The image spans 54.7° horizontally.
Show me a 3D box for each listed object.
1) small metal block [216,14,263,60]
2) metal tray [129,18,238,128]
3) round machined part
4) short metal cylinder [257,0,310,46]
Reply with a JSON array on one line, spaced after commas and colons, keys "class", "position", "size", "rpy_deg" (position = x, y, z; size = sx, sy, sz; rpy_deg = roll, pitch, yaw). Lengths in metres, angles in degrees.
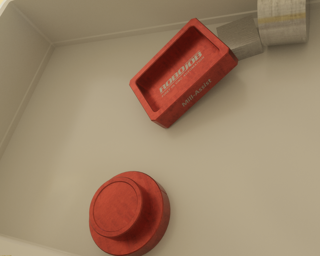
[{"class": "small metal block", "position": [0.108, -0.120, 0.422], "size": [0.050, 0.025, 0.050], "rpy_deg": [-16, 55, 19]}, {"class": "metal tray", "position": [0.027, -0.074, 0.415], "size": [0.130, 0.030, 0.090], "rpy_deg": [-43, 50, 13]}, {"class": "round machined part", "position": [-0.041, 0.095, 0.357], "size": [0.098, 0.042, 0.098], "rpy_deg": [-13, 56, 20]}, {"class": "short metal cylinder", "position": [0.153, -0.143, 0.378], "size": [0.050, 0.080, 0.080], "rpy_deg": [1, 62, 29]}]
